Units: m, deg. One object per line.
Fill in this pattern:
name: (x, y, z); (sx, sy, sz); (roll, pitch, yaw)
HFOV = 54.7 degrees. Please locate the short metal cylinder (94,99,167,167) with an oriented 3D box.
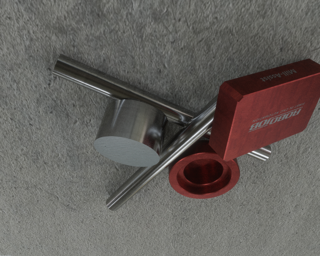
short metal cylinder: (-0.035, 0.008, 0.382); (0.080, 0.050, 0.080); (10, 151, 6)

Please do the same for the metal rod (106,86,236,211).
metal rod: (0.003, 0.042, 0.422); (0.025, 0.025, 0.298); (26, 132, -21)

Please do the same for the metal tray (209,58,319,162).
metal tray: (0.123, -0.021, 0.352); (0.131, 0.030, 0.089); (-17, 134, -23)

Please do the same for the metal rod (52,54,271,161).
metal rod: (0.017, -0.018, 0.394); (0.302, 0.025, 0.025); (22, 127, -18)

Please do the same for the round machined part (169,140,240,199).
round machined part: (0.061, 0.055, 0.445); (0.099, 0.042, 0.097); (0, 130, 0)
